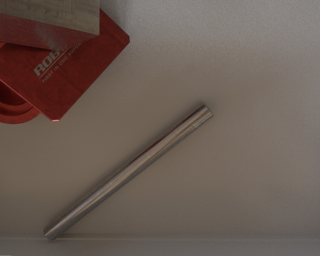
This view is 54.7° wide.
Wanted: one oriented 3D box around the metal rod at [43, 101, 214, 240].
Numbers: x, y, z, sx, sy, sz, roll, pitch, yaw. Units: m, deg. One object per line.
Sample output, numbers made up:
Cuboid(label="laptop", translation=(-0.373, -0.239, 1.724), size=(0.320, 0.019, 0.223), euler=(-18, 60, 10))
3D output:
Cuboid(label="metal rod", translation=(-0.051, 0.066, 0.435), size=(0.300, 0.025, 0.025), euler=(-39, 106, 12))

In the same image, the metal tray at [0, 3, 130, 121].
Cuboid(label="metal tray", translation=(-0.109, -0.082, 0.346), size=(0.090, 0.030, 0.130), euler=(42, 77, -15))

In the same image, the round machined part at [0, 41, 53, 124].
Cuboid(label="round machined part", translation=(-0.178, -0.057, 0.378), size=(0.099, 0.042, 0.097), euler=(0, 110, -1))

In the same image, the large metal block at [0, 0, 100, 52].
Cuboid(label="large metal block", translation=(-0.109, -0.106, 0.274), size=(0.081, 0.080, 0.050), euler=(0, 90, -40))
